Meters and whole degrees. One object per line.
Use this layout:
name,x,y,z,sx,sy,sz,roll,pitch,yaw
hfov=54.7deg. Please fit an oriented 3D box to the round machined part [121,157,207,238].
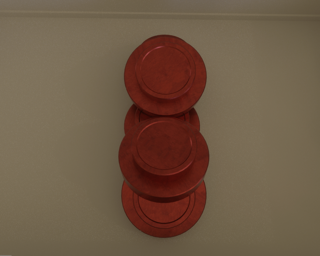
round machined part,0.004,0.077,0.356,0.099,0.042,0.097,0,85,0

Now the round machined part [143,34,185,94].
round machined part,0.006,-0.089,0.420,0.099,0.042,0.098,0,54,0

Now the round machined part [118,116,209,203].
round machined part,0.004,0.027,0.335,0.099,0.042,0.098,0,59,0

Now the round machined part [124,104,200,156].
round machined part,0.003,-0.004,0.401,0.099,0.042,0.098,0,69,0

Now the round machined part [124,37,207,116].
round machined part,0.006,-0.062,0.367,0.099,0.042,0.097,0,82,0
